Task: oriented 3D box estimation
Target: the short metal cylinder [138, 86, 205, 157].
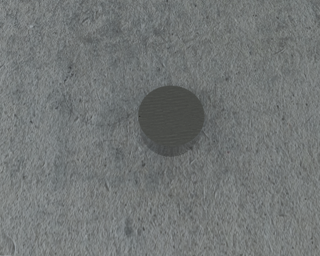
[{"bbox_3d":[0.014,-0.008,0.399,0.081,0.050,0.080,0,70,0],"label":"short metal cylinder"}]
